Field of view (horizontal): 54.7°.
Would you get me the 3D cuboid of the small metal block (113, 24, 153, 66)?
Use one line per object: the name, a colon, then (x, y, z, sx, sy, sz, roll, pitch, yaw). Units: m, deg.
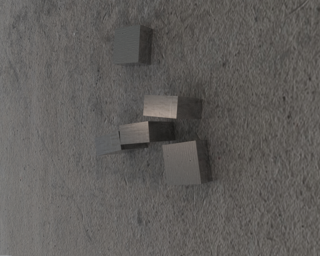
small metal block: (-0.039, -0.115, 0.437, 0.050, 0.025, 0.050, 6, 94, 40)

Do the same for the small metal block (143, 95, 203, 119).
small metal block: (0.016, -0.025, 0.376, 0.050, 0.050, 0.025, 7, 95, 40)

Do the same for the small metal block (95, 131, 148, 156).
small metal block: (-0.054, 0.021, 0.434, 0.050, 0.050, 0.025, -16, 80, 39)

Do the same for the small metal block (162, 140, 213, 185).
small metal block: (0.033, 0.042, 0.378, 0.050, 0.025, 0.050, -11, 83, 39)

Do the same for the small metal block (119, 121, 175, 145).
small metal block: (-0.016, 0.007, 0.402, 0.050, 0.050, 0.025, -7, 86, 40)
